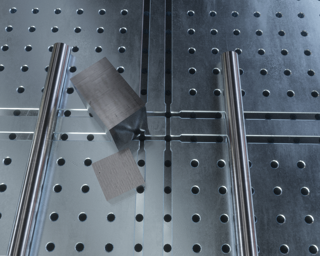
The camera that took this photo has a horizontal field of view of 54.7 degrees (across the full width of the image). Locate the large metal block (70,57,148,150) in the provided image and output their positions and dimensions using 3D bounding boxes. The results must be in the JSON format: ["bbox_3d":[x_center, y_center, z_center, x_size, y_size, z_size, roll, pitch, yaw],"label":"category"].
[{"bbox_3d":[-0.061,-0.028,0.392,0.050,0.080,0.080,-36,74,-12],"label":"large metal block"}]

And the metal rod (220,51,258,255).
[{"bbox_3d":[0.101,0.035,0.399,0.025,0.025,0.299,0,70,0],"label":"metal rod"}]

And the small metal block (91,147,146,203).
[{"bbox_3d":[-0.051,0.059,0.389,0.050,0.025,0.050,-24,72,-9],"label":"small metal block"}]

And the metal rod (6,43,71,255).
[{"bbox_3d":[-0.154,0.022,0.401,0.025,0.025,0.299,4,70,1],"label":"metal rod"}]
